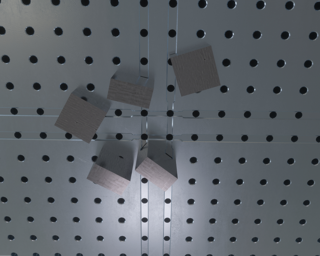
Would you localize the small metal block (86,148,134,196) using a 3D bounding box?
[{"bbox_3d":[-0.066,0.058,0.421,0.050,0.050,0.025,29,108,-10],"label":"small metal block"}]

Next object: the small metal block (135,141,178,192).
[{"bbox_3d":[-0.004,0.051,0.419,0.050,0.050,0.025,37,106,-13],"label":"small metal block"}]

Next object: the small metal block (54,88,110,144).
[{"bbox_3d":[-0.101,-0.016,0.407,0.050,0.025,0.050,30,107,-11],"label":"small metal block"}]

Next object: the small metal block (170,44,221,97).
[{"bbox_3d":[0.043,-0.072,0.387,0.050,0.025,0.050,-16,110,5],"label":"small metal block"}]

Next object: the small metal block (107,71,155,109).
[{"bbox_3d":[-0.035,-0.048,0.382,0.050,0.050,0.025,13,110,-5],"label":"small metal block"}]
